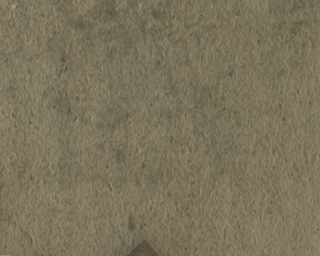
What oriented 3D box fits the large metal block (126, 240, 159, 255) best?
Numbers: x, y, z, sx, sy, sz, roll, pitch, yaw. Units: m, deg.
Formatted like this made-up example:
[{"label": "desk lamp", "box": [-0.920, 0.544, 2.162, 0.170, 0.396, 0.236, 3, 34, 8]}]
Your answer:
[{"label": "large metal block", "box": [-0.025, 0.209, 0.397, 0.080, 0.050, 0.080, -41, 91, 0]}]
